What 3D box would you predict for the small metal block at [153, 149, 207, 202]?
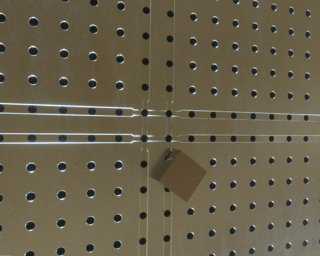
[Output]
[{"bbox_3d":[0.027,0.064,0.423,0.050,0.025,0.050,39,78,-16],"label":"small metal block"}]
